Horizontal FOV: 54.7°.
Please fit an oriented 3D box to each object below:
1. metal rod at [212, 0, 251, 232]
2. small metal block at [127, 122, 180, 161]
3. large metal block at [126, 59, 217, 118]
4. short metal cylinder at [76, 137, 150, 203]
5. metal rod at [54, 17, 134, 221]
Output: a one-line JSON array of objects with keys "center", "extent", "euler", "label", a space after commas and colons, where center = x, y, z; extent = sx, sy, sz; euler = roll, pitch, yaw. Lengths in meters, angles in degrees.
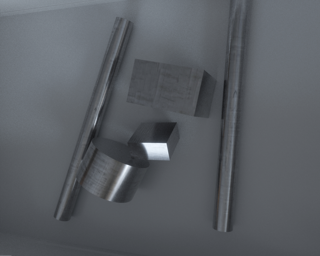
[{"center": [0.088, -0.025, 0.378], "extent": [0.025, 0.025, 0.298], "euler": [5, 92, 19], "label": "metal rod"}, {"center": [-0.007, 0.016, 0.396], "extent": [0.050, 0.050, 0.025], "euler": [0, 120, 19], "label": "small metal block"}, {"center": [0.017, -0.045, 0.374], "extent": [0.080, 0.080, 0.050], "euler": [13, 95, 19], "label": "large metal block"}, {"center": [-0.061, 0.053, 0.402], "extent": [0.080, 0.080, 0.050], "euler": [29, 100, 17], "label": "short metal cylinder"}, {"center": [-0.097, -0.008, 0.443], "extent": [0.025, 0.025, 0.298], "euler": [21, 97, 18], "label": "metal rod"}]
